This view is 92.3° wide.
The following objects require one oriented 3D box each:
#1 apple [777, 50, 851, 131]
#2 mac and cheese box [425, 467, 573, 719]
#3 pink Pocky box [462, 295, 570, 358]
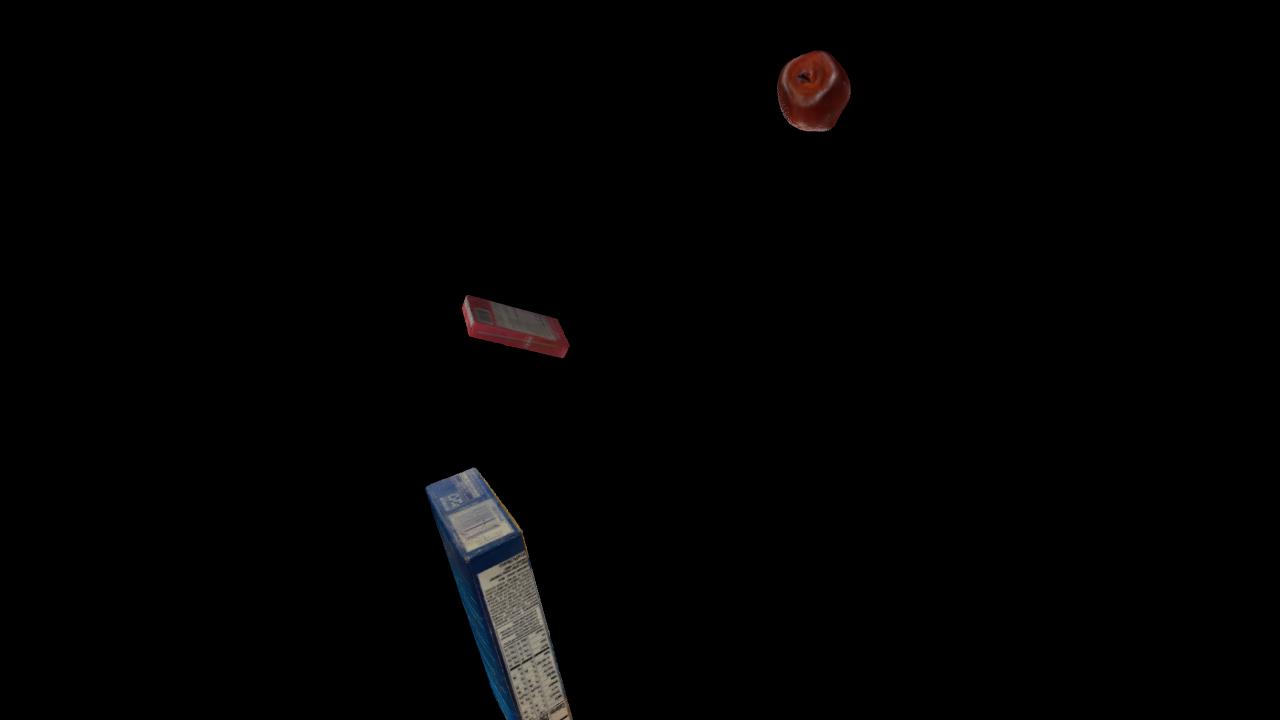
[{"bbox_3d":[0.188,-0.290,0.670,0.079,0.079,0.093,0,-5,27],"label":"apple"},{"bbox_3d":[-0.091,0.173,0.410,0.041,0.184,0.093,-22,26,-27],"label":"mac and cheese box"},{"bbox_3d":[-0.189,-0.050,0.937,0.155,0.029,0.084,14,27,-32],"label":"pink Pocky box"}]
